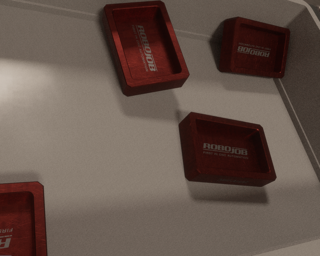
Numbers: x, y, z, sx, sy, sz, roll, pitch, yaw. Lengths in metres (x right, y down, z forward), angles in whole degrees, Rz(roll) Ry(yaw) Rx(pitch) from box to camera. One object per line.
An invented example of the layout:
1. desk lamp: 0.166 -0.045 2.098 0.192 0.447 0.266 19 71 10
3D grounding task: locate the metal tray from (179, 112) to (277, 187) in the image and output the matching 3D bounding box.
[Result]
1. metal tray: 0.095 0.032 0.435 0.131 0.030 0.090 9 58 -24

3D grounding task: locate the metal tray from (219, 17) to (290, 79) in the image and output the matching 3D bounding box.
1. metal tray: 0.170 -0.139 0.550 0.131 0.030 0.089 1 99 -28

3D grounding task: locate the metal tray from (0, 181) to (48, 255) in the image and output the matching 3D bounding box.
1. metal tray: -0.165 0.095 0.255 0.131 0.030 0.090 1 61 -28

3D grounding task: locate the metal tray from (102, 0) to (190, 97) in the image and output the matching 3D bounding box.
1. metal tray: -0.022 -0.115 0.438 0.091 0.030 0.129 -12 75 -19
